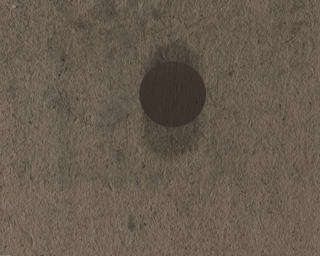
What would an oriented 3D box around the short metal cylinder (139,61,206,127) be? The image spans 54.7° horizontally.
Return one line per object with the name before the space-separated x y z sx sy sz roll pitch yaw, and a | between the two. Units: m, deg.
short metal cylinder | 0.015 -0.041 0.398 0.081 0.050 0.079 0 90 -1
